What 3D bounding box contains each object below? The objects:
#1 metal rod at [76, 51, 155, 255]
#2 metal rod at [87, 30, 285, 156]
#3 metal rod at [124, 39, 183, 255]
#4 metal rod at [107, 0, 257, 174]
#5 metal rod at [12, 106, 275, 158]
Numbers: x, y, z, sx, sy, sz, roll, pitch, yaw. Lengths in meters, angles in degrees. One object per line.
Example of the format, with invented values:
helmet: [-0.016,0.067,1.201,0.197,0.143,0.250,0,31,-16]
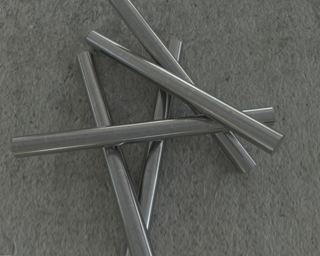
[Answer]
metal rod: [-0.060,0.026,0.381,0.025,0.025,0.299,-18,65,-7]
metal rod: [0.011,-0.057,0.385,0.300,0.025,0.025,34,73,28]
metal rod: [-0.004,0.016,0.402,0.025,0.025,0.299,10,70,3]
metal rod: [0.023,-0.068,0.408,0.025,0.025,0.299,-35,84,-12]
metal rod: [-0.014,0.004,0.365,0.302,0.025,0.025,-7,70,-5]
